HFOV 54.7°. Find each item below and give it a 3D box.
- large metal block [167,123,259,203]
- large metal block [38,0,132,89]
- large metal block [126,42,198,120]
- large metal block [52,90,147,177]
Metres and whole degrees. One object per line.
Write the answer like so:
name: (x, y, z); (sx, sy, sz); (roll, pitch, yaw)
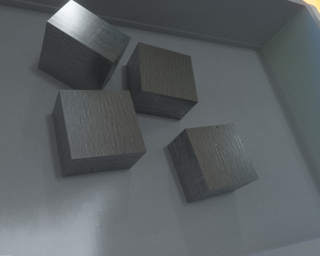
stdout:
large metal block: (0.067, 0.044, 0.401); (0.081, 0.050, 0.080); (-6, 65, -31)
large metal block: (-0.093, -0.091, 0.377); (0.080, 0.080, 0.050); (31, 52, -9)
large metal block: (0.000, -0.063, 0.430); (0.081, 0.050, 0.080); (9, 58, -24)
large metal block: (-0.071, 0.004, 0.350); (0.081, 0.050, 0.080); (-3, 64, -30)
